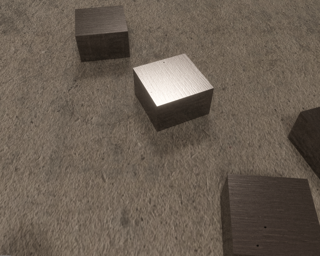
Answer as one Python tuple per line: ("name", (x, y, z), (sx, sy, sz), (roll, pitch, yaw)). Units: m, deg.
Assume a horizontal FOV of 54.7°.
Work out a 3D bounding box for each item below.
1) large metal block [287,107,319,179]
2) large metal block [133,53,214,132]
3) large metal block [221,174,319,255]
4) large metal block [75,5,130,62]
("large metal block", (0.220, 0.016, 0.377), (0.081, 0.050, 0.080), (-14, 52, -12))
("large metal block", (0.016, -0.051, 0.430), (0.081, 0.050, 0.080), (-19, 53, -16))
("large metal block", (0.106, 0.095, 0.308), (0.080, 0.050, 0.080), (3, 50, 2))
("large metal block", (-0.096, -0.159, 0.519), (0.081, 0.050, 0.080), (-8, 51, -7))
